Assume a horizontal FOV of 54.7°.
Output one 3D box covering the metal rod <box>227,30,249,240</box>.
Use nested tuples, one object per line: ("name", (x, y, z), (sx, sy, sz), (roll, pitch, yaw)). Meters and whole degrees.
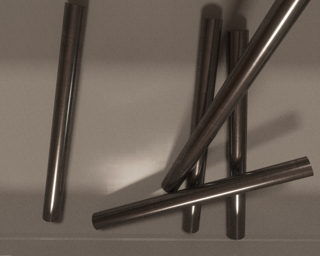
("metal rod", (0.105, 0.023, 0.421), (0.025, 0.025, 0.298), (-4, 110, 1))

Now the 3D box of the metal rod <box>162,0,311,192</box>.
("metal rod", (0.067, -0.018, 0.349), (0.025, 0.025, 0.298), (21, 130, -8))

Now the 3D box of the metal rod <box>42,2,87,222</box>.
("metal rod", (-0.128, -0.006, 0.407), (0.025, 0.025, 0.298), (11, 110, -5))

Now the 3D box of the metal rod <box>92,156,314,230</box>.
("metal rod", (0.046, 0.092, 0.418), (0.301, 0.025, 0.025), (-18, 110, 14))

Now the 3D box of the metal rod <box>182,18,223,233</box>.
("metal rod", (0.054, 0.011, 0.416), (0.025, 0.025, 0.298), (3, 110, -2))
